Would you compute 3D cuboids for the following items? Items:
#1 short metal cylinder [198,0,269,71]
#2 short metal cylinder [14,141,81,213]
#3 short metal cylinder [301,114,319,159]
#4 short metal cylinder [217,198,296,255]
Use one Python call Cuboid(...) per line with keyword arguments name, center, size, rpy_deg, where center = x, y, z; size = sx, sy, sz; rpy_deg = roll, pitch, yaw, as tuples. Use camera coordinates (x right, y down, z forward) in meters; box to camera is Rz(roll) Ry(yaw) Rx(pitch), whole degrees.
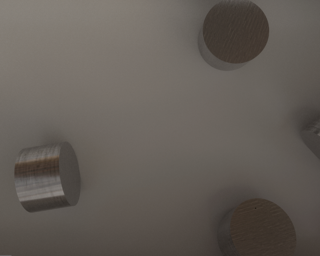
Cuboid(name="short metal cylinder", center=(0.092, -0.118, 0.399), size=(0.081, 0.050, 0.080), rpy_deg=(0, 90, 0))
Cuboid(name="short metal cylinder", center=(-0.135, 0.060, 0.383), size=(0.050, 0.080, 0.080), rpy_deg=(-9, 90, 0))
Cuboid(name="short metal cylinder", center=(0.226, 0.015, 0.385), size=(0.050, 0.080, 0.080), rpy_deg=(-43, 90, 0))
Cuboid(name="short metal cylinder", center=(0.117, 0.133, 0.383), size=(0.081, 0.050, 0.080), rpy_deg=(4, 61, -7))
